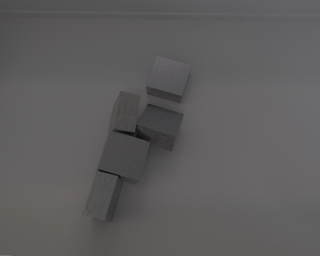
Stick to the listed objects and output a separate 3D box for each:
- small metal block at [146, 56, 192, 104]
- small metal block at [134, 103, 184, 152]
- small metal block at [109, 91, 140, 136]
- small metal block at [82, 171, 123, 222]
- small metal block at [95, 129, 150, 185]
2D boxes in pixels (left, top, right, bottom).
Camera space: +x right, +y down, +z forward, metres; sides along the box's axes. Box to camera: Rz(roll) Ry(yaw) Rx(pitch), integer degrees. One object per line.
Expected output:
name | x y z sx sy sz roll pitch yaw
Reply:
small metal block | 0.013 -0.068 0.434 0.050 0.025 0.050 16 71 6
small metal block | -0.001 -0.002 0.398 0.050 0.025 0.050 17 38 6
small metal block | -0.047 -0.012 0.397 0.025 0.050 0.050 13 67 -15
small metal block | -0.065 0.082 0.366 0.025 0.050 0.050 14 71 5
small metal block | -0.045 0.036 0.374 0.050 0.025 0.050 19 66 -12
